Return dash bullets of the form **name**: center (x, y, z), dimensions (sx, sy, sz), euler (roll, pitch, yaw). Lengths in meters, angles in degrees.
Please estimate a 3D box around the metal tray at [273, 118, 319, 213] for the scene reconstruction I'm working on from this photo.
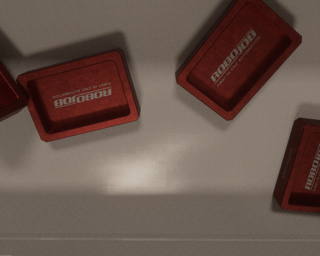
- **metal tray**: center (0.221, 0.055, 0.432), dimensions (0.091, 0.030, 0.129), euler (6, 110, -3)

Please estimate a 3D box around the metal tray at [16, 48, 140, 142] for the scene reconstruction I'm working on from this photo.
- **metal tray**: center (-0.099, -0.041, 0.392), dimensions (0.131, 0.030, 0.089), euler (-14, 110, 4)

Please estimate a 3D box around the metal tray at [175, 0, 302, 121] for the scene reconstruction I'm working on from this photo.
- **metal tray**: center (0.092, -0.085, 0.378), dimensions (0.090, 0.030, 0.130), euler (36, 106, -13)

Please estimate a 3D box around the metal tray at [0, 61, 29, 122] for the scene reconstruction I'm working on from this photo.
- **metal tray**: center (-0.221, -0.059, 0.336), dimensions (0.030, 0.090, 0.130), euler (-24, 102, 40)
